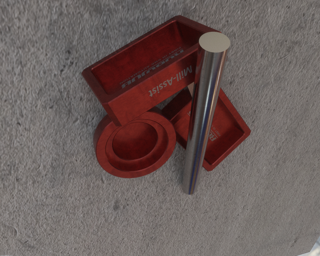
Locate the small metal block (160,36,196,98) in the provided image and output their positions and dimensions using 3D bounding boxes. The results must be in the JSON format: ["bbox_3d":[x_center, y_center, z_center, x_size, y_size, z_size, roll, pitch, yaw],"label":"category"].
[{"bbox_3d":[0.029,-0.070,0.360,0.025,0.050,0.050,-35,144,-2],"label":"small metal block"}]

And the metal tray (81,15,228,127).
[{"bbox_3d":[-0.009,-0.065,0.322,0.131,0.090,0.030,-33,129,-8],"label":"metal tray"}]

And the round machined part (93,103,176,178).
[{"bbox_3d":[-0.033,0.011,0.383,0.099,0.042,0.097,-11,125,-15],"label":"round machined part"}]

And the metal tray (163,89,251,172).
[{"bbox_3d":[0.066,-0.003,0.441,0.090,0.030,0.130,-44,130,2],"label":"metal tray"}]

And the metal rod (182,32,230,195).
[{"bbox_3d":[0.046,0.013,0.374,0.025,0.025,0.299,-24,149,-14],"label":"metal rod"}]
